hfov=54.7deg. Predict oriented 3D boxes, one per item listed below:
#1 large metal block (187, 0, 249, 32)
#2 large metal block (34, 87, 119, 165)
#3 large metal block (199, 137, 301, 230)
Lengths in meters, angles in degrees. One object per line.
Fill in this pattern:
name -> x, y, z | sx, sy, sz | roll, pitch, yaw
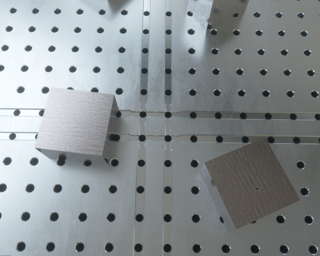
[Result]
large metal block -> 0.091, -0.203, 0.458 | 0.080, 0.080, 0.050 | -33, 74, -11
large metal block -> -0.102, -0.001, 0.398 | 0.080, 0.050, 0.080 | 7, 70, 2
large metal block -> 0.104, 0.068, 0.375 | 0.080, 0.050, 0.080 | -21, 72, -8
